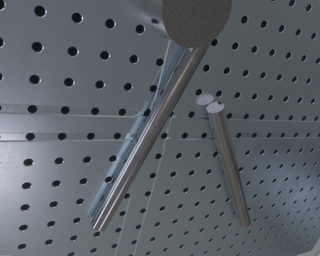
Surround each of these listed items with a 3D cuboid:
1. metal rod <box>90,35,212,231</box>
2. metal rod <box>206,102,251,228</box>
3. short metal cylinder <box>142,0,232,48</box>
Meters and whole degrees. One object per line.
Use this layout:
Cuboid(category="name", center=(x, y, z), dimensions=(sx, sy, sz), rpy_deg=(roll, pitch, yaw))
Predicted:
Cuboid(category="metal rod", center=(-0.018, 0.015, 0.410), dimensions=(0.025, 0.025, 0.298), rpy_deg=(18, 109, -35))
Cuboid(category="metal rod", center=(0.123, 0.079, 0.527), dimensions=(0.025, 0.025, 0.299), rpy_deg=(-30, 129, -9))
Cuboid(category="short metal cylinder", center=(0.028, -0.131, 0.329), dimensions=(0.081, 0.050, 0.079), rpy_deg=(-14, 124, -21))
